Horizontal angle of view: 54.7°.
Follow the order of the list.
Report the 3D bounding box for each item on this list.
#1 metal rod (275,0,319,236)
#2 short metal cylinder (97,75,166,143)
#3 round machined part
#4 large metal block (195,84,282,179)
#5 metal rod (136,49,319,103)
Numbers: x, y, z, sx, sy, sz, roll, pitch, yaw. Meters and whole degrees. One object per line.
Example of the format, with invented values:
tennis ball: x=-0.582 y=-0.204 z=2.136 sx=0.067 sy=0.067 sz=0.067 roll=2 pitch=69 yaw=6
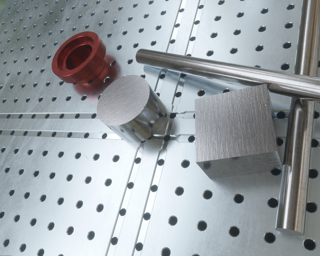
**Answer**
metal rod: x=0.160 y=-0.035 z=0.345 sx=0.025 sy=0.025 sz=0.300 roll=3 pitch=63 yaw=29
short metal cylinder: x=-0.039 y=-0.026 z=0.429 sx=0.080 sy=0.050 sz=0.080 roll=-13 pitch=56 yaw=21
round machined part: x=-0.135 y=-0.118 z=0.541 sx=0.098 sy=0.042 sz=0.098 roll=-13 pitch=56 yaw=21
large metal block: x=0.086 y=0.006 z=0.344 sx=0.080 sy=0.050 sz=0.080 roll=-11 pitch=57 yaw=22
metal rod: x=0.074 y=-0.072 z=0.394 sx=0.300 sy=0.025 sz=0.025 roll=22 pitch=73 yaw=42
